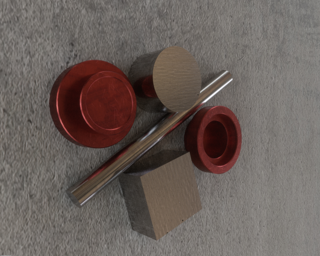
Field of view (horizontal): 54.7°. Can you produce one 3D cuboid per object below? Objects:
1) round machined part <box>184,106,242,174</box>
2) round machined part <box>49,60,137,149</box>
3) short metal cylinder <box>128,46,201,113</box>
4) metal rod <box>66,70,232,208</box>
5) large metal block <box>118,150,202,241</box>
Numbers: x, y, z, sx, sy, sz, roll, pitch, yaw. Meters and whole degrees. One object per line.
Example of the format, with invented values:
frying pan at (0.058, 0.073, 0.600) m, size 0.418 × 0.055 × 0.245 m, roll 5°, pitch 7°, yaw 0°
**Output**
round machined part at (0.074, 0.017, 0.457) m, size 0.099 × 0.042 × 0.097 m, roll 0°, pitch 90°, yaw -40°
round machined part at (-0.065, -0.026, 0.340) m, size 0.099 × 0.042 × 0.097 m, roll 0°, pitch 90°, yaw -40°
short metal cylinder at (0.007, -0.059, 0.395) m, size 0.081 × 0.050 × 0.079 m, roll 0°, pitch 90°, yaw -40°
metal rod at (0.006, -0.003, 0.413) m, size 0.302 × 0.025 × 0.025 m, roll -39°, pitch 114°, yaw -33°
large metal block at (0.001, 0.079, 0.392) m, size 0.081 × 0.050 × 0.080 m, roll -22°, pitch 104°, yaw -38°
